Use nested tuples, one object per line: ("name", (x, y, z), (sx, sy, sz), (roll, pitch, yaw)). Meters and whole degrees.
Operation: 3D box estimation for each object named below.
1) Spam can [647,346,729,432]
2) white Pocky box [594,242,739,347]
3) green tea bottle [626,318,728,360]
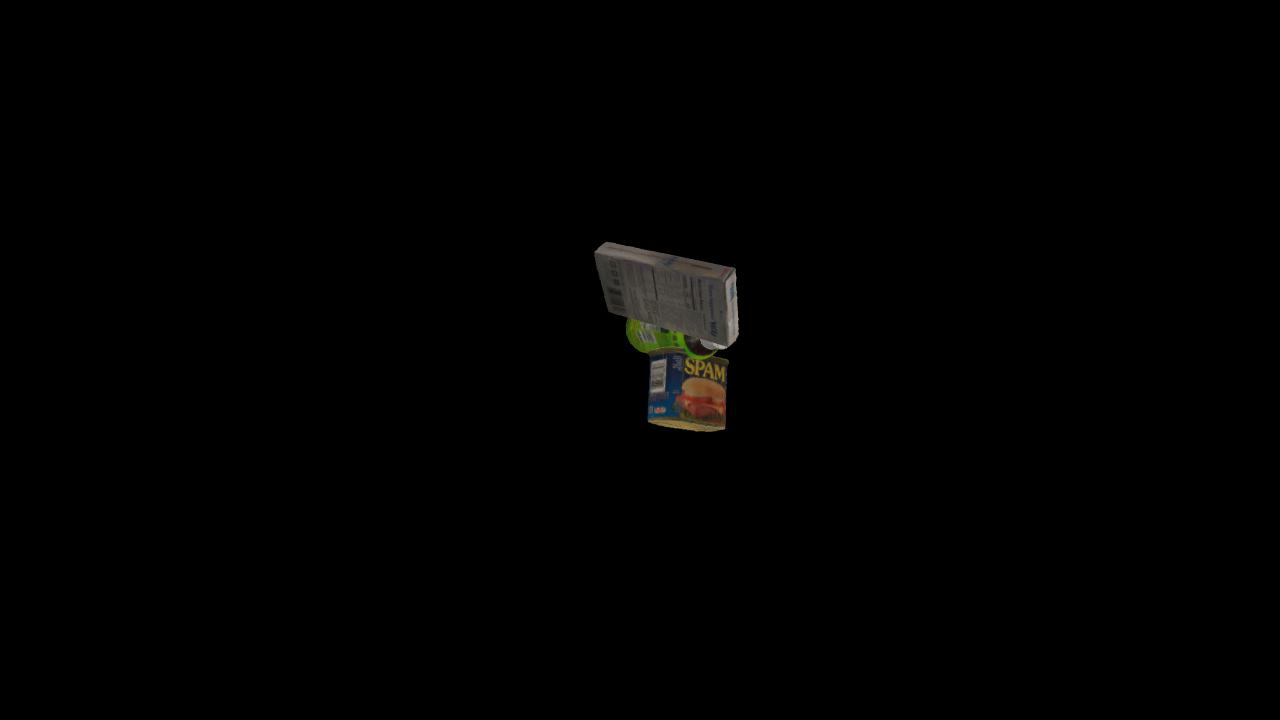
("Spam can", (0.056, 0.037, 0.725), (0.101, 0.085, 0.058), (14, -16, -38))
("white Pocky box", (0.027, -0.070, 0.634), (0.154, 0.084, 0.028), (18, 49, 29))
("green tea bottle", (0.048, -0.035, 0.750), (0.073, 0.073, 0.212), (0, 6, -20))
